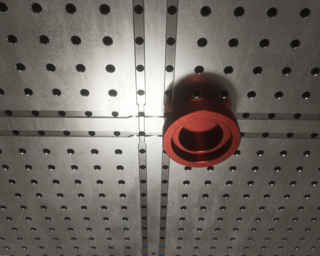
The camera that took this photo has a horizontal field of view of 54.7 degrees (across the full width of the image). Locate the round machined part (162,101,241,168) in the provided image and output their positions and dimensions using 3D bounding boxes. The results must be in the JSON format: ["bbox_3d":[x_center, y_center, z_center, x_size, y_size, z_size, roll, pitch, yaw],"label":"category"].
[{"bbox_3d":[0.052,0.004,0.405,0.099,0.042,0.097,-1,130,0],"label":"round machined part"}]
